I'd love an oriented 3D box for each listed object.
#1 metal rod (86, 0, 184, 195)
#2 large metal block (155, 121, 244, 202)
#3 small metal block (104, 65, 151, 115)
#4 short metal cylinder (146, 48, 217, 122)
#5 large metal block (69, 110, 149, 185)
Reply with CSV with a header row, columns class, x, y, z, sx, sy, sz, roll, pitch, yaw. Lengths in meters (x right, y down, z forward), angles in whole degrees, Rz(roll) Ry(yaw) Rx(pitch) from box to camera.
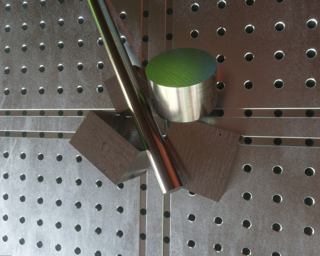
class,x,y,z,sx,sy,sz,roll,pitch,yaw
metal rod,-0.040,-0.060,0.394,0.025,0.025,0.299,-29,69,17
large metal block,0.050,0.034,0.381,0.080,0.050,0.080,19,96,18
small metal block,-0.042,-0.051,0.427,0.050,0.025,0.050,-25,82,18
short metal cylinder,0.027,-0.052,0.366,0.080,0.080,0.050,9,137,19
large metal block,-0.054,0.022,0.401,0.080,0.080,0.050,39,102,15
